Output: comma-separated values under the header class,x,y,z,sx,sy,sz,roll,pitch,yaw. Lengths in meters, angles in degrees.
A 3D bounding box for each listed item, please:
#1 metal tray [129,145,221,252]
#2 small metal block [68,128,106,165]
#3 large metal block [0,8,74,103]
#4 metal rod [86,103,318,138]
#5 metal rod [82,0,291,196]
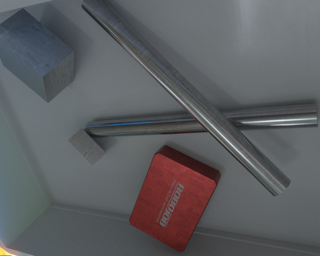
class,x,y,z,sx,sy,sz,roll,pitch,yaw
metal tray,0.018,0.101,0.437,0.090,0.030,0.129,26,113,12
small metal block,-0.110,0.029,0.467,0.050,0.025,0.050,47,165,-5
large metal block,-0.159,-0.089,0.399,0.080,0.050,0.080,40,157,0
metal rod,0.029,-0.005,0.388,0.300,0.025,0.025,-3,117,29
metal rod,0.024,-0.042,0.345,0.300,0.025,0.025,45,129,5
